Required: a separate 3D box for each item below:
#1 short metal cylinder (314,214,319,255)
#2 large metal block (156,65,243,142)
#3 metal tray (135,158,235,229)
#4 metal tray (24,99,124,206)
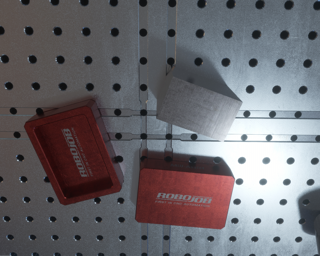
[{"bbox_3d":[0.269,0.161,0.446,0.080,0.080,0.050,-15,110,5],"label":"short metal cylinder"},{"bbox_3d":[0.042,-0.033,0.372,0.080,0.080,0.050,19,109,-7],"label":"large metal block"},{"bbox_3d":[0.033,0.095,0.446,0.131,0.030,0.089,6,110,-3],"label":"metal tray"},{"bbox_3d":[-0.113,0.035,0.422,0.090,0.030,0.129,-15,110,5],"label":"metal tray"}]
